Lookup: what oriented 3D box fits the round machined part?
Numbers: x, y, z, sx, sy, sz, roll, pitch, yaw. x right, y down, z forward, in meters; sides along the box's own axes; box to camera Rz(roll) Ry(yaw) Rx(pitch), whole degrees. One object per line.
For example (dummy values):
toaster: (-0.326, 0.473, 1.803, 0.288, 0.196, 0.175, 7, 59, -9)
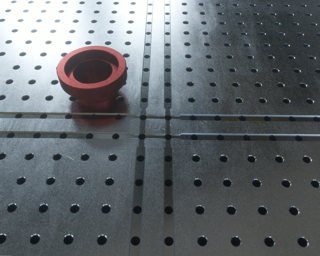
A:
round machined part: (-0.098, -0.076, 0.459, 0.099, 0.042, 0.098, 0, 50, 0)
